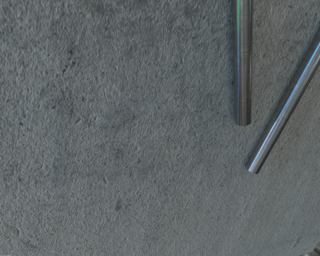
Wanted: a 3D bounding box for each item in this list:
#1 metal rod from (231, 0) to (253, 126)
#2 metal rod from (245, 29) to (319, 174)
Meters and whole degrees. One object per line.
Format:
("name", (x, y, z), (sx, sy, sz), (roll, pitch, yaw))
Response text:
("metal rod", (0.102, -0.129, 0.382), (0.025, 0.025, 0.298), (-22, 127, -15))
("metal rod", (0.213, -0.057, 0.487), (0.025, 0.025, 0.298), (9, 114, -32))
